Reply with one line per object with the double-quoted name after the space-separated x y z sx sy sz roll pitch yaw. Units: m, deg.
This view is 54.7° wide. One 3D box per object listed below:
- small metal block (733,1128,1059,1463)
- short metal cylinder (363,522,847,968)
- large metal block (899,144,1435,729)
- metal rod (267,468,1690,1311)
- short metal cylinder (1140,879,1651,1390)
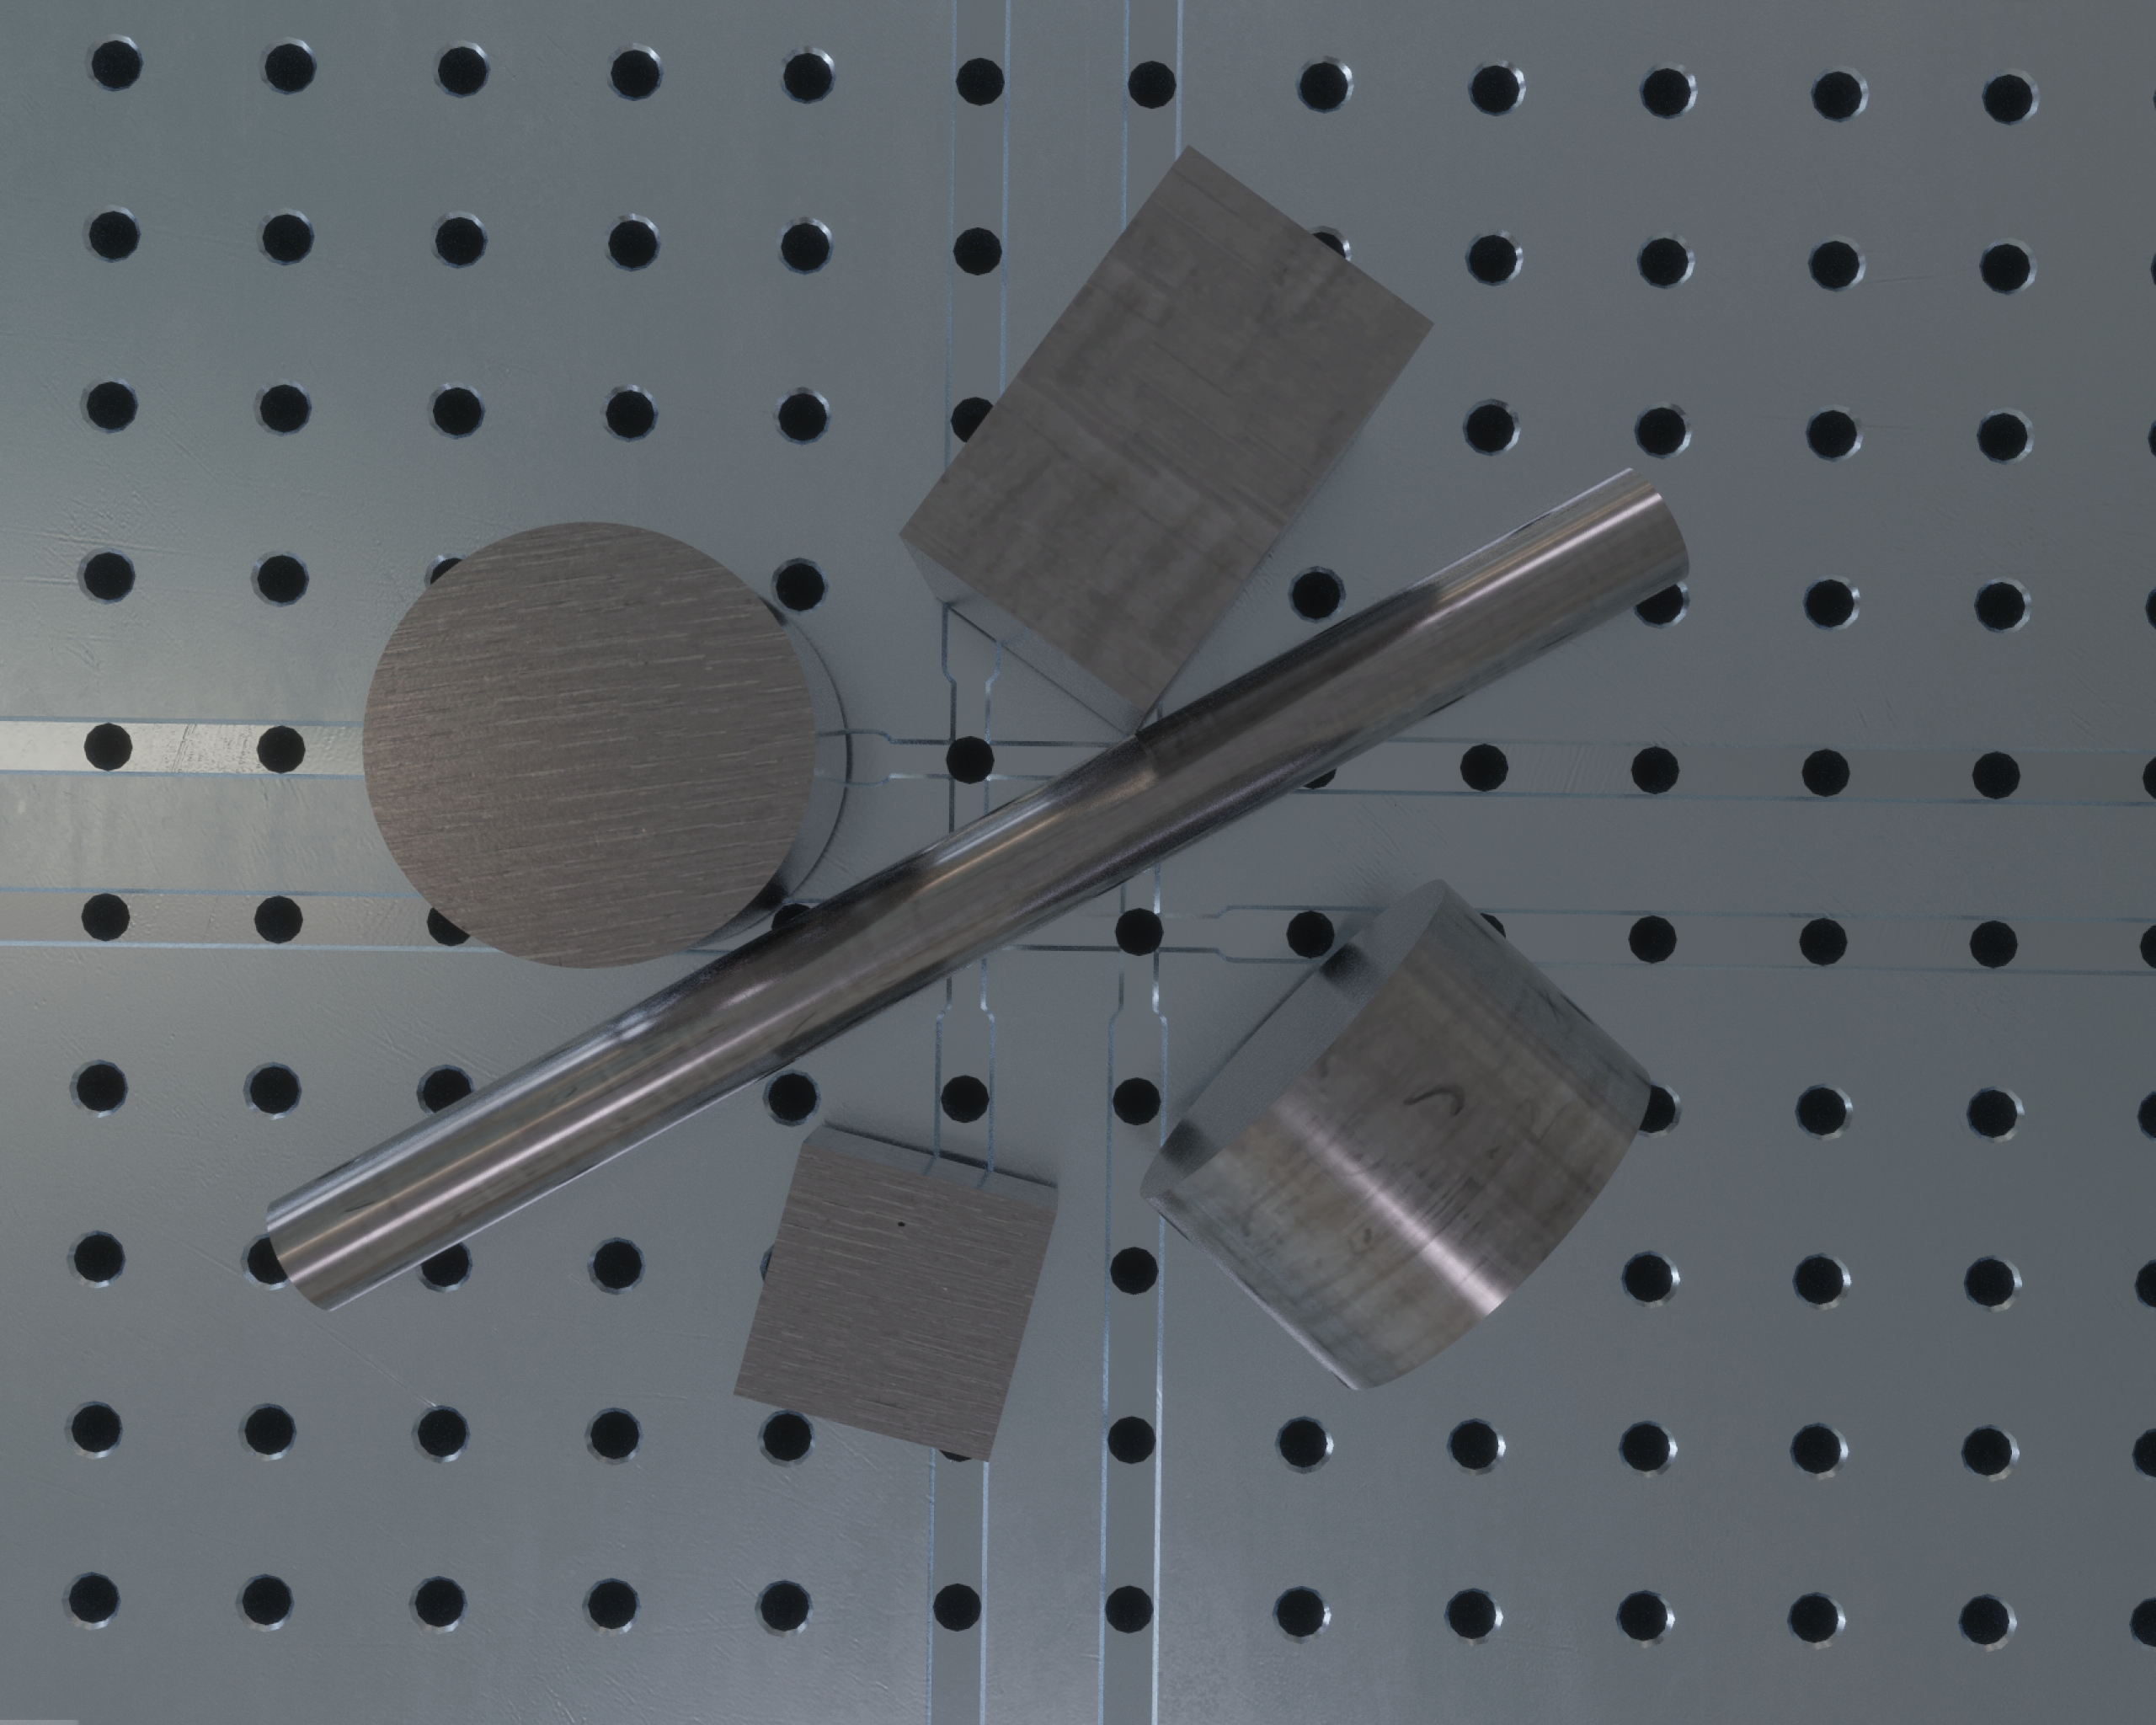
-0.035 0.084 0.410 0.050 0.025 0.050 15 90 0 "small metal block"
-0.087 -0.021 0.396 0.081 0.050 0.079 0 90 0 "short metal cylinder"
0.015 -0.072 0.383 0.050 0.080 0.080 36 90 0 "large metal block"
-0.019 0.005 0.410 0.301 0.025 0.025 -28 90 0 "metal rod"
0.057 0.049 0.383 0.050 0.080 0.080 44 90 -1 "short metal cylinder"
